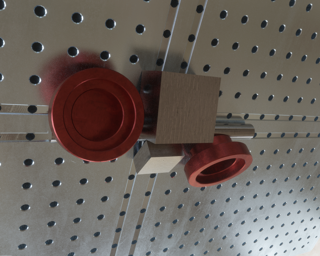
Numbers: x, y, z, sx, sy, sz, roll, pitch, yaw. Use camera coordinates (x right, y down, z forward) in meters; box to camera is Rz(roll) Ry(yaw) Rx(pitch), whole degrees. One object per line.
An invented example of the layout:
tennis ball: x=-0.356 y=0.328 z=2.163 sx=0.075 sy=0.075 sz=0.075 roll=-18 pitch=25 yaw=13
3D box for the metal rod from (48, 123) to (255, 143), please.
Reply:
metal rod: x=0.009 y=0.005 z=0.420 sx=0.303 sy=0.025 sz=0.025 roll=0 pitch=118 yaw=-29

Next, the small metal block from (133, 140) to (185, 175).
small metal block: x=-0.002 y=0.040 z=0.422 sx=0.050 sy=0.025 sz=0.050 roll=1 pitch=147 yaw=-29

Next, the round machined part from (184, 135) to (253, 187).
round machined part: x=0.082 y=0.046 z=0.458 sx=0.099 sy=0.042 sz=0.098 roll=-14 pitch=148 yaw=-9

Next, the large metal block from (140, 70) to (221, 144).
large metal block: x=0.022 y=-0.026 z=0.376 sx=0.081 sy=0.050 sz=0.079 roll=1 pitch=100 yaw=-29

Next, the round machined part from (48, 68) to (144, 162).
round machined part: x=-0.070 y=-0.014 z=0.337 sx=0.099 sy=0.042 sz=0.097 roll=-2 pitch=93 yaw=-29
